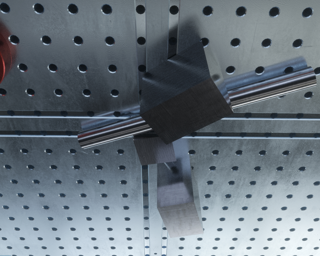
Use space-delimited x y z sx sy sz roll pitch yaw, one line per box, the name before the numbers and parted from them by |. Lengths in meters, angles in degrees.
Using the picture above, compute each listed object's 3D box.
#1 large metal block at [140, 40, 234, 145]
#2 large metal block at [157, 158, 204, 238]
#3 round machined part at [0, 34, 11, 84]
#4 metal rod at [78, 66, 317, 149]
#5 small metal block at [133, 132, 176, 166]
large metal block | 0.027 -0.040 0.342 0.080 0.080 0.050 -27 125 20
large metal block | 0.030 0.105 0.465 0.050 0.080 0.080 -11 129 9
round machined part | -0.220 -0.076 0.334 0.099 0.042 0.097 0 130 0
metal rod | 0.036 -0.022 0.393 0.301 0.025 0.025 -15 129 12
small metal block | -0.006 0.023 0.431 0.050 0.025 0.050 -8 130 6
